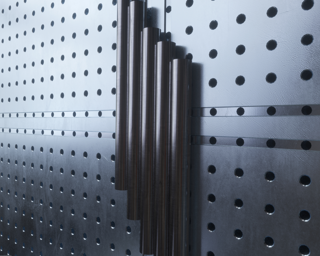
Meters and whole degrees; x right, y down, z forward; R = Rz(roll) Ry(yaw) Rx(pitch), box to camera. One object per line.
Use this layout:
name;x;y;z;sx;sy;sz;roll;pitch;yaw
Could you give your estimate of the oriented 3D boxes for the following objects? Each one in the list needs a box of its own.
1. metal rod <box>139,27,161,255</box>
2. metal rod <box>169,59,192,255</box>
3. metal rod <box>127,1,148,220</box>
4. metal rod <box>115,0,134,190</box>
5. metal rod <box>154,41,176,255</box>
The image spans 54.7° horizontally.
metal rod;-0.013;0.018;0.417;0.025;0.025;0.298;1;91;39
metal rod;0.025;0.066;0.386;0.025;0.025;0.298;1;91;39
metal rod;-0.032;-0.023;0.432;0.025;0.025;0.298;1;91;39
metal rod;-0.051;-0.061;0.449;0.025;0.025;0.298;1;91;39
metal rod;0.006;0.040;0.402;0.025;0.025;0.298;1;91;39
